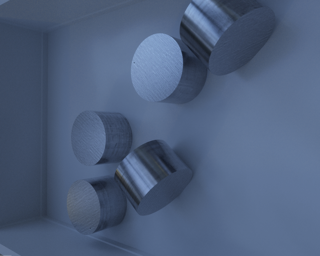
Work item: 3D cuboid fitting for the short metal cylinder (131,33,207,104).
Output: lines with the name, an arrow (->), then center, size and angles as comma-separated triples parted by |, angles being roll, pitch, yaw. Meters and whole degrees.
short metal cylinder -> 0.011, -0.071, 0.382 | 0.080, 0.050, 0.080 | 0, 90, 40

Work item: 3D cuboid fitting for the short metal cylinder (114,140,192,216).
short metal cylinder -> -0.008, 0.060, 0.378 | 0.050, 0.081, 0.080 | 48, 118, 29

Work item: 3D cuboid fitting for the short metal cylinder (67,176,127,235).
short metal cylinder -> -0.097, 0.115, 0.471 | 0.080, 0.050, 0.080 | 0, 90, 40

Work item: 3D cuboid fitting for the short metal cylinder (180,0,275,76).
short metal cylinder -> 0.067, -0.100, 0.315 | 0.080, 0.081, 0.050 | -51, 60, 28

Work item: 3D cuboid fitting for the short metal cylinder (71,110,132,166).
short metal cylinder -> -0.088, 0.015, 0.463 | 0.080, 0.050, 0.080 | 0, 90, 40
